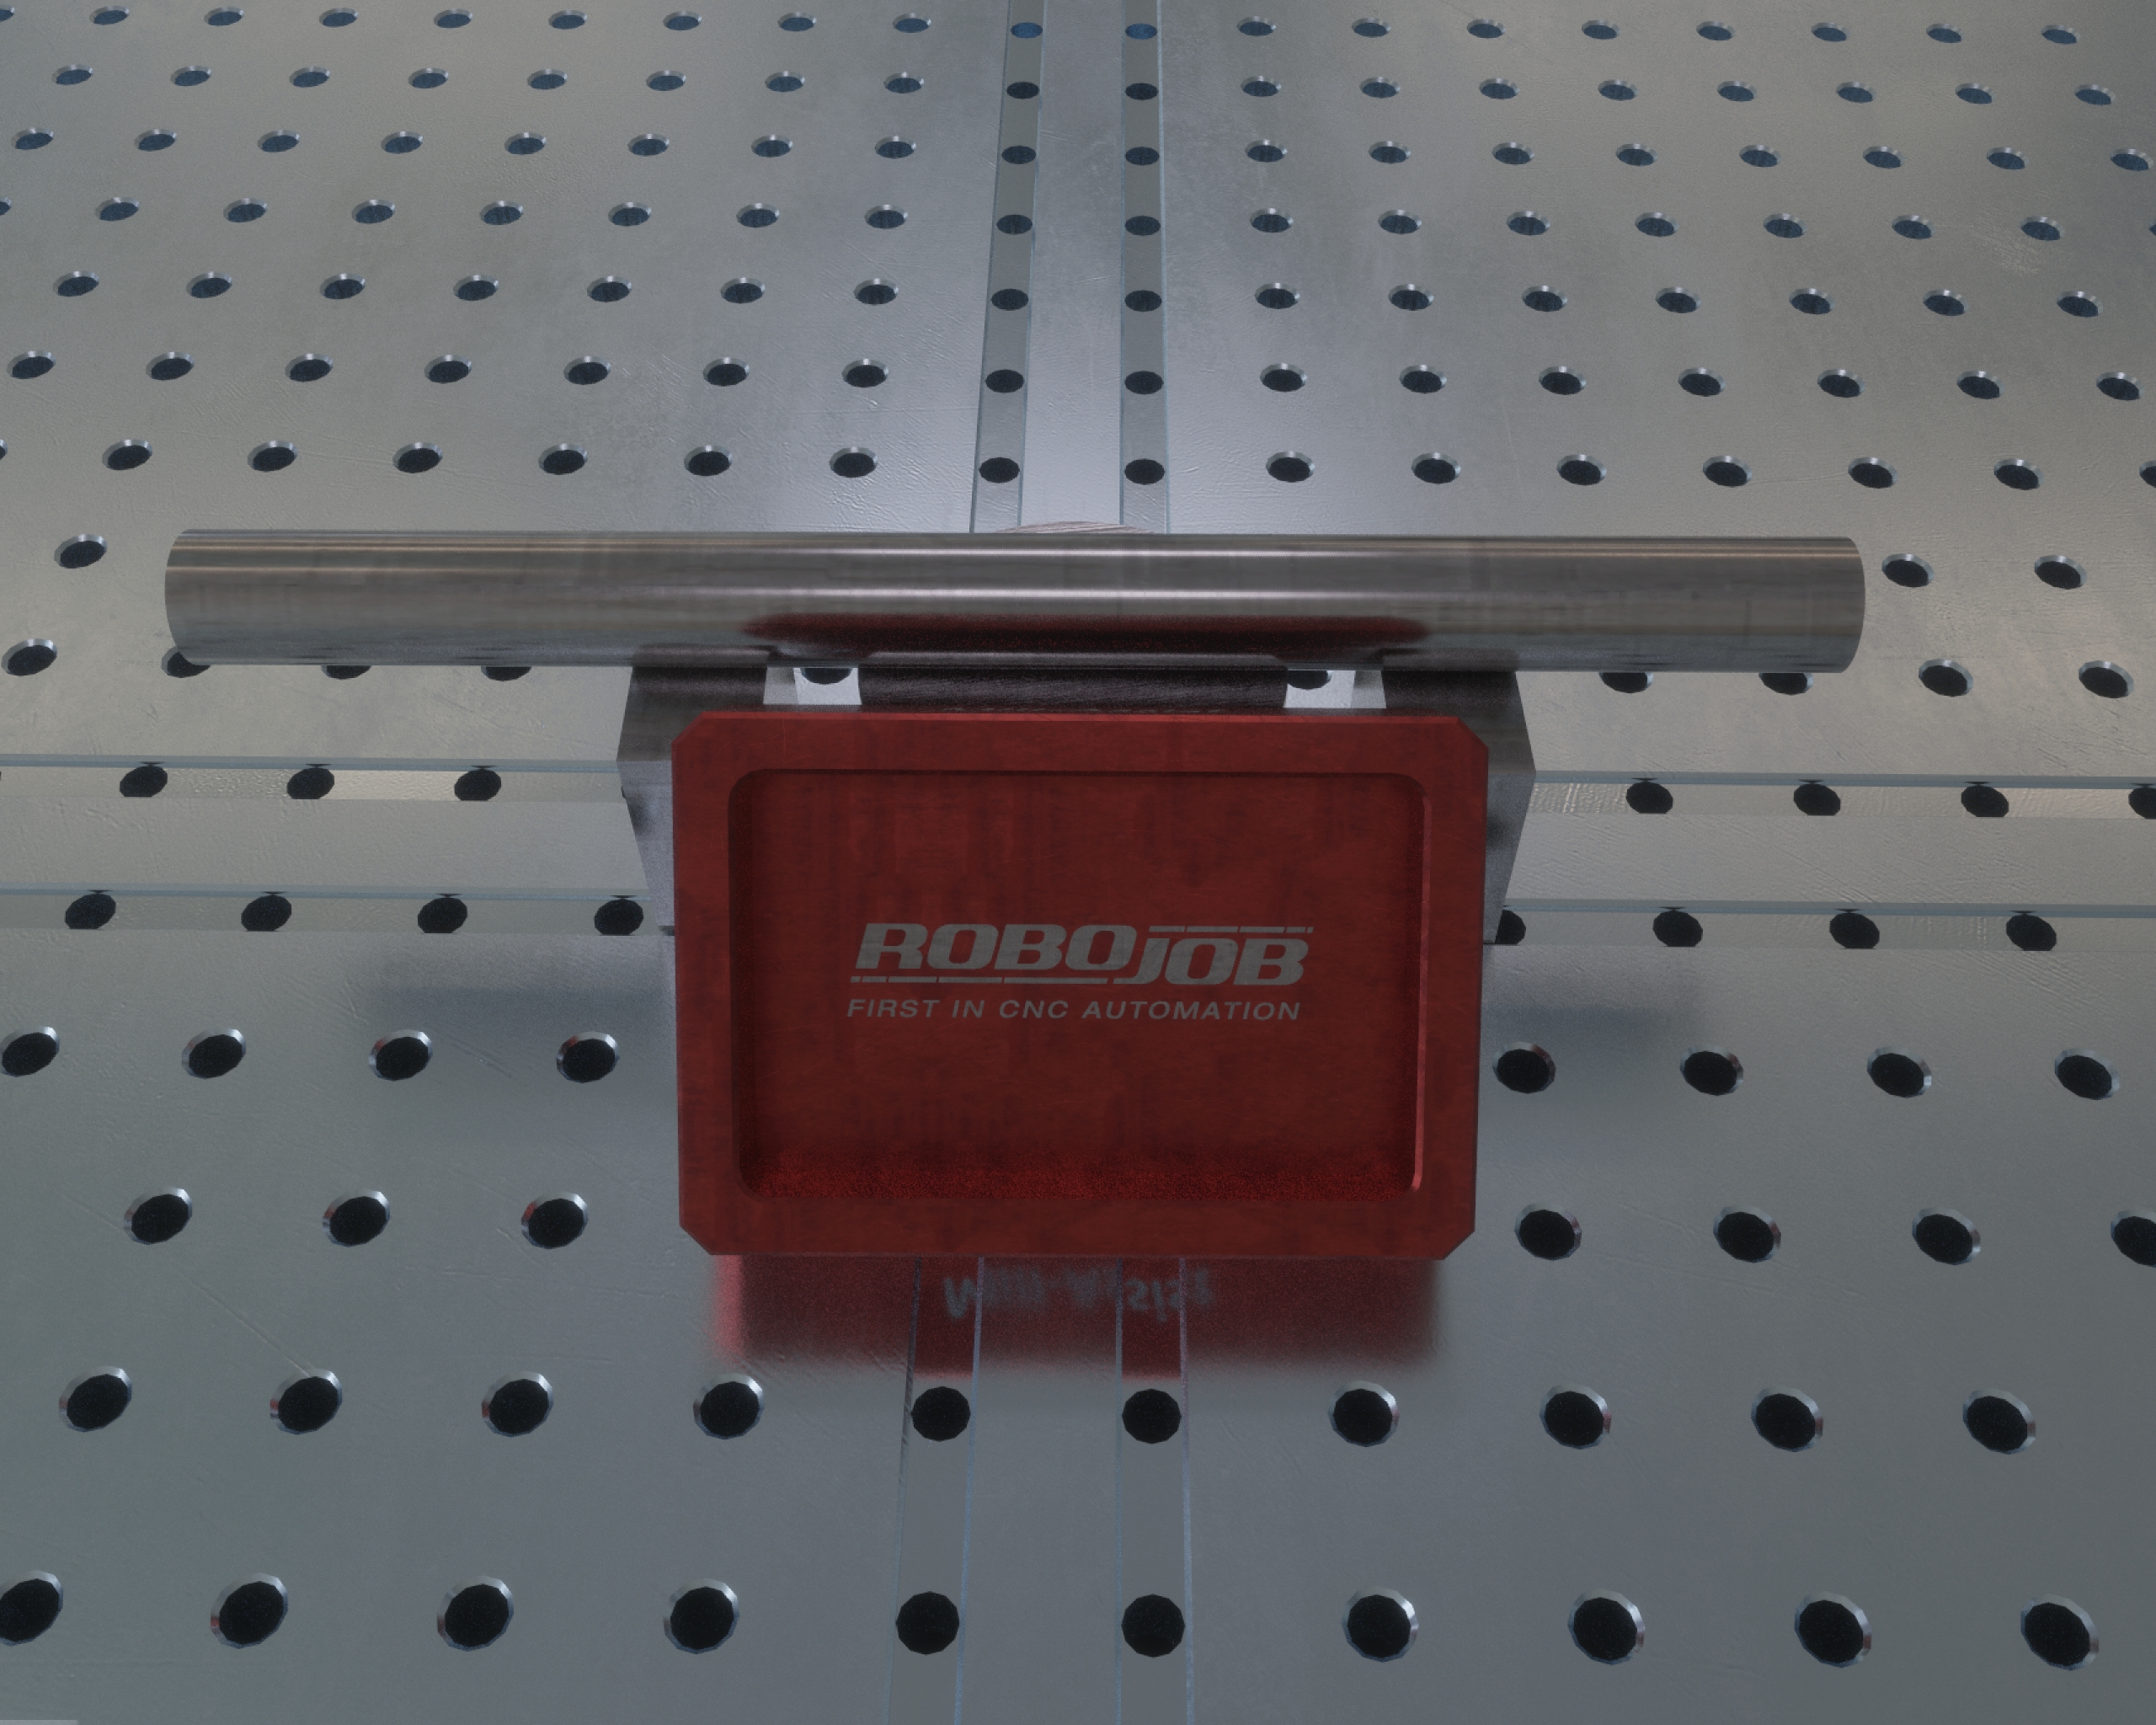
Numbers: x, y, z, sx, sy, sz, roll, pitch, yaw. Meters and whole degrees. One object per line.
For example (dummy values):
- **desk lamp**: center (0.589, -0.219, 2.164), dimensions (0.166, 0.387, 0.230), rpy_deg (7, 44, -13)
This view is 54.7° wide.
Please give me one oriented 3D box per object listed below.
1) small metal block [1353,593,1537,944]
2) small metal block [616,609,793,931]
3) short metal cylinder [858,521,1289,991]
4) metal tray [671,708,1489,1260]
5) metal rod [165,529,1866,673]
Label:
- **small metal block**: center (0.069, -0.019, 0.408), dimensions (0.025, 0.050, 0.050), rpy_deg (-1, 50, 0)
- **small metal block**: center (-0.070, -0.022, 0.409), dimensions (0.025, 0.050, 0.050), rpy_deg (-1, 50, 0)
- **short metal cylinder**: center (-0.001, -0.022, 0.409), dimensions (0.080, 0.050, 0.080), rpy_deg (0, 50, 0)
- **metal tray**: center (0.000, 0.019, 0.352), dimensions (0.131, 0.089, 0.030), rpy_deg (0, 7, 0)
- **metal rod**: center (-0.011, -0.048, 0.382), dimensions (0.302, 0.025, 0.025), rpy_deg (0, 50, 0)
